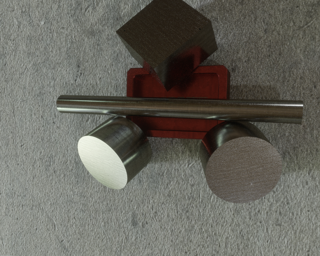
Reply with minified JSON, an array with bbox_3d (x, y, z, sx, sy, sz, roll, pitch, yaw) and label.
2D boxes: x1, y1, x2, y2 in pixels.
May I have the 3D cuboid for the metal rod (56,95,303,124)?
[{"bbox_3d":[0.008,-0.025,0.376,0.301,0.025,0.025,3,91,19],"label":"metal rod"}]

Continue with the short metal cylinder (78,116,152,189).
[{"bbox_3d":[-0.058,0.031,0.398,0.080,0.050,0.079,22,132,26],"label":"short metal cylinder"}]

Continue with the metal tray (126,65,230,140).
[{"bbox_3d":[0.022,-0.032,0.400,0.130,0.030,0.089,2,91,19],"label":"metal tray"}]

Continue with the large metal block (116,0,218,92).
[{"bbox_3d":[0.009,-0.105,0.371,0.080,0.050,0.080,-41,60,-2],"label":"large metal block"}]

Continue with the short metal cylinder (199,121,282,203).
[{"bbox_3d":[0.088,0.037,0.348,0.081,0.050,0.079,0,111,-1],"label":"short metal cylinder"}]
